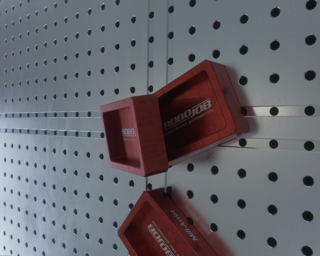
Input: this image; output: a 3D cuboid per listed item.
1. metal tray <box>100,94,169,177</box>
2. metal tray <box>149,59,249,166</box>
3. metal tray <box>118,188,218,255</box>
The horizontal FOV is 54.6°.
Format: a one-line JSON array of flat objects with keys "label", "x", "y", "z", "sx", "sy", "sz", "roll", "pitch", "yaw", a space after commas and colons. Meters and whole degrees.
[{"label": "metal tray", "x": -0.038, "y": 0.009, "z": 0.398, "sx": 0.130, "sy": 0.030, "sz": 0.090, "roll": -3, "pitch": 97, "yaw": 63}, {"label": "metal tray", "x": 0.031, "y": -0.012, "z": 0.380, "sx": 0.130, "sy": 0.030, "sz": 0.090, "roll": -29, "pitch": 72, "yaw": 36}, {"label": "metal tray", "x": 0.007, "y": 0.154, "z": 0.400, "sx": 0.130, "sy": 0.030, "sz": 0.090, "roll": 46, "pitch": 118, "yaw": 30}]
